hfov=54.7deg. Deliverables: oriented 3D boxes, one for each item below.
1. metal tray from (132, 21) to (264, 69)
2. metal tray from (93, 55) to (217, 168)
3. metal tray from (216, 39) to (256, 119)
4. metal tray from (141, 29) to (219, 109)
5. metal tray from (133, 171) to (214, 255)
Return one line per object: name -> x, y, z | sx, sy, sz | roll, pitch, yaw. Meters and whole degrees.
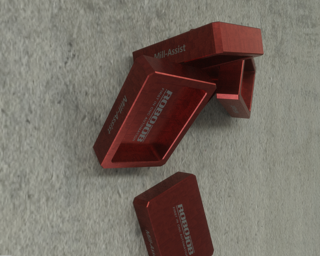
metal tray -> 0.042, -0.088, 0.368 | 0.091, 0.130, 0.030 | -11, 94, -44
metal tray -> -0.008, -0.010, 0.342 | 0.091, 0.030, 0.129 | 4, 130, -38
metal tray -> 0.118, -0.071, 0.466 | 0.130, 0.030, 0.090 | 26, 72, -65
metal tray -> 0.035, -0.063, 0.419 | 0.130, 0.030, 0.090 | -48, 131, -28
metal tray -> 0.022, 0.137, 0.423 | 0.091, 0.030, 0.129 | -24, 106, -38
